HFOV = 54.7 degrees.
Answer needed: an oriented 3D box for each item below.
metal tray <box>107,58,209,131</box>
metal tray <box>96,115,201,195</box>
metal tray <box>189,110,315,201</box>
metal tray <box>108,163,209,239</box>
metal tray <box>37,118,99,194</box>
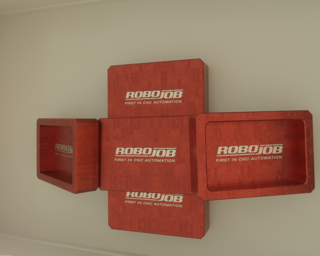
[{"bbox_3d":[-0.004,-0.039,0.406,0.130,0.030,0.089,0,90,19],"label":"metal tray"},{"bbox_3d":[-0.013,0.031,0.379,0.130,0.030,0.089,-1,90,19],"label":"metal tray"},{"bbox_3d":[0.100,0.027,0.338,0.131,0.030,0.089,-2,90,-10],"label":"metal tray"},{"bbox_3d":[-0.003,0.090,0.406,0.130,0.030,0.089,0,90,19],"label":"metal tray"},{"bbox_3d":[-0.129,0.032,0.419,0.130,0.030,0.089,2,92,49],"label":"metal tray"}]
